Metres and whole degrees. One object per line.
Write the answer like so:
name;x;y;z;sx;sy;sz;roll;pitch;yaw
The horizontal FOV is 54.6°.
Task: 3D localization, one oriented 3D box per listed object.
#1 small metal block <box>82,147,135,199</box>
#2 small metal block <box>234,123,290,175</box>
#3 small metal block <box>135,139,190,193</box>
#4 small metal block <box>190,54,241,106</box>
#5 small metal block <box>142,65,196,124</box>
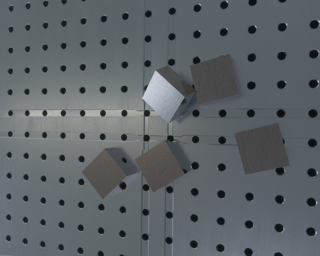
small metal block;-0.073;0.063;0.439;0.050;0.025;0.050;-45;76;14
small metal block;0.121;0.024;0.370;0.050;0.025;0.050;-15;85;19
small metal block;0.003;0.050;0.412;0.050;0.025;0.050;-34;79;17
small metal block;0.069;-0.059;0.388;0.050;0.025;0.050;-13;86;19
small metal block;0.011;-0.043;0.397;0.050;0.025;0.050;45;136;14
